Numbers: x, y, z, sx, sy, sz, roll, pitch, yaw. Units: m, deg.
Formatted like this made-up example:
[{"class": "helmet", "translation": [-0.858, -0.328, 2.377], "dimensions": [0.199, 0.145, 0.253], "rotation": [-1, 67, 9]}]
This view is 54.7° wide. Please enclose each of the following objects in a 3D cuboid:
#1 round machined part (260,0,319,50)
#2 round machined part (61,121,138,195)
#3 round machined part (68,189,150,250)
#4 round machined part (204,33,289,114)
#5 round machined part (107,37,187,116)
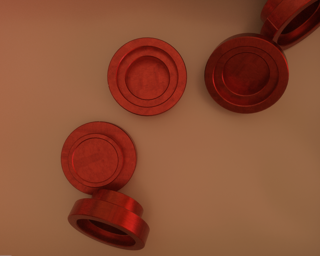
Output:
[{"class": "round machined part", "translation": [0.165, -0.143, 0.380], "dimensions": [0.098, 0.098, 0.042], "rotation": [-31, 71, 0]}, {"class": "round machined part", "translation": [-0.080, 0.040, 0.402], "dimensions": [0.099, 0.042, 0.097], "rotation": [0, 90, -1]}, {"class": "round machined part", "translation": [-0.059, 0.111, 0.384], "dimensions": [0.098, 0.097, 0.042], "rotation": [21, 54, -1]}, {"class": "round machined part", "translation": [0.108, -0.071, 0.390], "dimensions": [0.098, 0.042, 0.097], "rotation": [9, 121, 15]}, {"class": "round machined part", "translation": [-0.016, -0.063, 0.403], "dimensions": [0.099, 0.042, 0.097], "rotation": [0, 90, -1]}]
